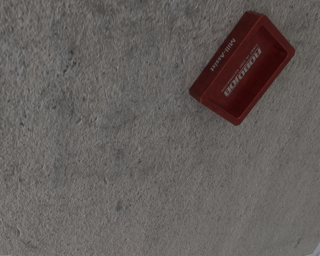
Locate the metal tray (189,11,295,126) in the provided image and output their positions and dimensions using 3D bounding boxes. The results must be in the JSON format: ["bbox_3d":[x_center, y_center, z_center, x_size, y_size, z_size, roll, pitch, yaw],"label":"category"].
[{"bbox_3d":[0.111,-0.075,0.416,0.090,0.030,0.130,28,103,-38],"label":"metal tray"}]
